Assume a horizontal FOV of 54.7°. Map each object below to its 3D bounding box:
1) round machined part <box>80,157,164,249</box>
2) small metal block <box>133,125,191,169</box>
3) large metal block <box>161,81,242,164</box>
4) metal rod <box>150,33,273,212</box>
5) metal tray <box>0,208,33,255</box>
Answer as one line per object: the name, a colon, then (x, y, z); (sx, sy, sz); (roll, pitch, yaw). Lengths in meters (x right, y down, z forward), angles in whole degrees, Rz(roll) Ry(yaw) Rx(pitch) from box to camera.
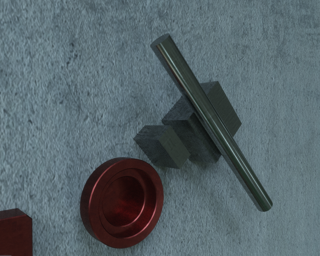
round machined part: (-0.046, 0.082, 0.355); (0.099, 0.042, 0.097); (0, 90, -40)
small metal block: (0.002, 0.023, 0.390); (0.025, 0.050, 0.050); (-50, 120, -28)
large metal block: (0.061, -0.008, 0.440); (0.080, 0.050, 0.080); (-51, 120, -28)
metal rod: (0.080, 0.011, 0.406); (0.025, 0.025, 0.300); (-52, 121, -27)
metal tray: (-0.176, 0.124, 0.254); (0.131, 0.030, 0.089); (-1, 91, -40)
